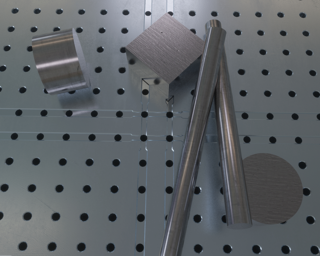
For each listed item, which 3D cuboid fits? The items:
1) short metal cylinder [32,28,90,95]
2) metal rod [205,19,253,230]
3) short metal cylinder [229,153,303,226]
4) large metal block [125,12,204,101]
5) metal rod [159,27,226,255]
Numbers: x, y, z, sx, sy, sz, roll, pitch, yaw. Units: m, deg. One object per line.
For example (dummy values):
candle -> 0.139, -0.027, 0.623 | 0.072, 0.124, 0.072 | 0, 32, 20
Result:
short metal cylinder -> -0.130, -0.088, 0.414 | 0.050, 0.080, 0.080 | -13, 71, -5
metal rod -> 0.080, -0.028, 0.389 | 0.025, 0.025, 0.299 | 0, 58, 0
short metal cylinder -> 0.121, 0.075, 0.372 | 0.081, 0.050, 0.080 | 0, 70, 0
large metal block -> 0.010, -0.100, 0.435 | 0.080, 0.050, 0.080 | 42, 75, 13
metal rod -> 0.041, 0.019, 0.378 | 0.025, 0.025, 0.299 | 12, 80, 4
